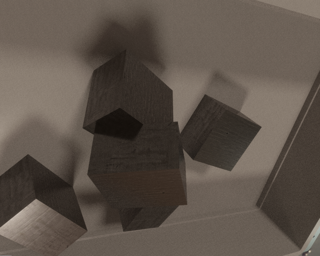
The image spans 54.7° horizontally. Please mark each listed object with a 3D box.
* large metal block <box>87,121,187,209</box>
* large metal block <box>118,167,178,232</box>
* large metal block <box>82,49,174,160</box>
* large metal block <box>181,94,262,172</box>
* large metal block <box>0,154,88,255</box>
[{"bbox_3d":[-0.017,0.040,0.311,0.080,0.050,0.080,-5,143,7],"label":"large metal block"},{"bbox_3d":[-0.019,0.074,0.395,0.050,0.080,0.079,4,138,-31],"label":"large metal block"},{"bbox_3d":[-0.030,-0.022,0.335,0.050,0.080,0.080,-25,137,30],"label":"large metal block"},{"bbox_3d":[0.084,0.009,0.446,0.080,0.050,0.080,20,107,-36],"label":"large metal block"},{"bbox_3d":[-0.137,0.089,0.354,0.050,0.080,0.080,-39,130,-2],"label":"large metal block"}]
